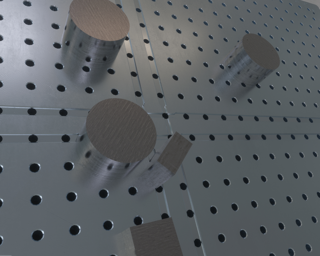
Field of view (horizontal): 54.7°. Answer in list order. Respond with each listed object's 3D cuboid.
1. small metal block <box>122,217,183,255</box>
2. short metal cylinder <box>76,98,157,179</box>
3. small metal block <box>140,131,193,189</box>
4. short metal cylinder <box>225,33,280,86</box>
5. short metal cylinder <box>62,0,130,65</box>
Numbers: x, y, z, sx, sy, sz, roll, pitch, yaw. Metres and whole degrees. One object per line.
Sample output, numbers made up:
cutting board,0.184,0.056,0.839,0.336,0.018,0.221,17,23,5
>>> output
small metal block,-0.007,0.127,0.327,0.050,0.025,0.050,-4,64,-30
short metal cylinder,-0.051,0.013,0.357,0.081,0.050,0.080,14,56,-21
small metal block,0.007,0.039,0.372,0.025,0.050,0.050,38,51,-3
short metal cylinder,0.165,-0.122,0.555,0.081,0.050,0.080,14,56,-21
short metal cylinder,-0.088,-0.134,0.426,0.081,0.050,0.080,14,56,-21
